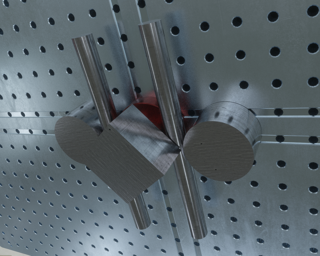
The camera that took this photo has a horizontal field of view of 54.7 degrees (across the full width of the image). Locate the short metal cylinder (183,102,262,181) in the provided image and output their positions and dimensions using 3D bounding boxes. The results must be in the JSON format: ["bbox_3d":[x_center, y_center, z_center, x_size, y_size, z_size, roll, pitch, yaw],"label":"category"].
[{"bbox_3d":[0.074,0.016,0.365,0.080,0.050,0.079,13,124,21],"label":"short metal cylinder"}]

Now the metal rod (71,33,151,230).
[{"bbox_3d":[-0.060,0.022,0.429,0.025,0.025,0.298,0,119,28],"label":"metal rod"}]

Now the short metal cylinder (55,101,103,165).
[{"bbox_3d":[-0.105,0.007,0.455,0.080,0.050,0.079,13,124,21],"label":"short metal cylinder"}]

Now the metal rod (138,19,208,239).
[{"bbox_3d":[0.023,0.021,0.385,0.025,0.025,0.298,0,119,28],"label":"metal rod"}]

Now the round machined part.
[{"bbox_3d":[-0.014,0.011,0.415,0.098,0.042,0.097,13,124,21],"label":"round machined part"}]

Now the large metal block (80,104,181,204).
[{"bbox_3d":[-0.036,0.032,0.373,0.080,0.050,0.080,44,129,-2],"label":"large metal block"}]
